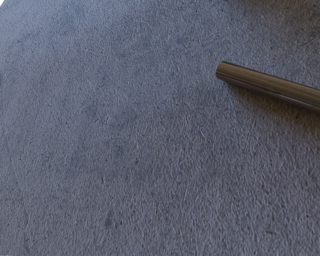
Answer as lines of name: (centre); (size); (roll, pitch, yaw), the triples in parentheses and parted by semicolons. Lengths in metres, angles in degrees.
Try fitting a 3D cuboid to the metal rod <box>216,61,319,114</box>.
metal rod: (0.187, -0.019, 0.317); (0.300, 0.025, 0.025); (28, 77, 37)
